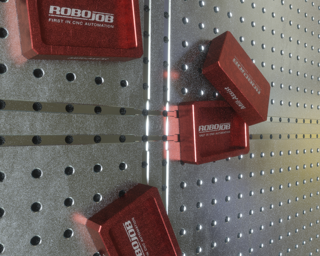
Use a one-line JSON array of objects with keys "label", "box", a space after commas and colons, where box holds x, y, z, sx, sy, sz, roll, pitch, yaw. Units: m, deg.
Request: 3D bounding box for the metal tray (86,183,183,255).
[{"label": "metal tray", "box": [-0.025, 0.147, 0.387, 0.091, 0.030, 0.129, -31, 110, -36]}]

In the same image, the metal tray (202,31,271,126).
[{"label": "metal tray", "box": [0.125, -0.077, 0.488, 0.130, 0.030, 0.090, 43, 47, -25]}]

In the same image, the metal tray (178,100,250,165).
[{"label": "metal tray", "box": [0.088, 0.003, 0.482, 0.131, 0.030, 0.089, -6, 94, -40]}]

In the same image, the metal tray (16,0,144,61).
[{"label": "metal tray", "box": [-0.082, -0.121, 0.337, 0.131, 0.030, 0.089, -9, 96, -40]}]
